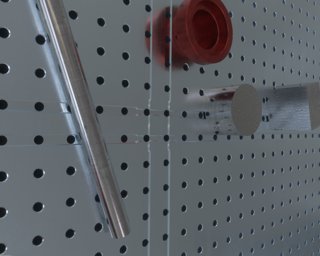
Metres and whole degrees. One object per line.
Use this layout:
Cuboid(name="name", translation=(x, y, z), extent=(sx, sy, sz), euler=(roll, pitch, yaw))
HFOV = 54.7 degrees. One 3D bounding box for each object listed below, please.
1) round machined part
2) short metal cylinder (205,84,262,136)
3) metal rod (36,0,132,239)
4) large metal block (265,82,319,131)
Cuboid(name="round machined part", translation=(0.058, -0.139, 0.446), extent=(0.099, 0.042, 0.097), euler=(0, 90, -40))
Cuboid(name="short metal cylinder", translation=(0.117, -0.028, 0.491), extent=(0.081, 0.050, 0.079), euler=(0, 90, -40))
Cuboid(name="metal rod", translation=(-0.083, -0.016, 0.339), extent=(0.025, 0.025, 0.298), euler=(-24, 105, -38))
Cuboid(name="large metal block", translation=(0.252, -0.040, 0.585), extent=(0.050, 0.080, 0.079), euler=(-18, 102, -39))
